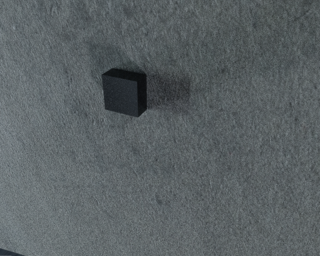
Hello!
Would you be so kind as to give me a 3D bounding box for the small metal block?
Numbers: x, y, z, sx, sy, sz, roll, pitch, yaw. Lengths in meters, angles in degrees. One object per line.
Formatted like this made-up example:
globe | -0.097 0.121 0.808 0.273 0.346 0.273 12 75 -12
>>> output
small metal block | -0.045 -0.046 0.403 0.050 0.025 0.050 14 124 20
